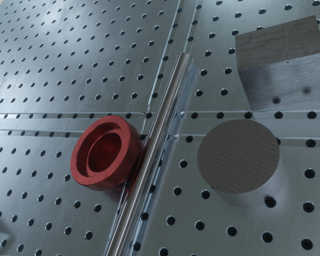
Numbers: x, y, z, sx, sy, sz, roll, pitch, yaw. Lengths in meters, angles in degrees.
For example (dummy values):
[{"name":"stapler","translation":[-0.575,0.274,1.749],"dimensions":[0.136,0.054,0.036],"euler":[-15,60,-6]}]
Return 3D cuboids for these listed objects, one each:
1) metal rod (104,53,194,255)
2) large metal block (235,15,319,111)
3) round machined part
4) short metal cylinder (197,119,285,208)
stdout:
[{"name":"metal rod","translation":[-0.009,0.030,0.393],"dimensions":[0.025,0.025,0.300],"euler":[6,64,30]},{"name":"large metal block","translation":[0.134,-0.067,0.343],"dimensions":[0.080,0.080,0.050],"euler":[-9,58,23]},{"name":"round machined part","translation":[-0.065,0.035,0.402],"dimensions":[0.098,0.042,0.098],"euler":[-20,51,26]},{"name":"short metal cylinder","translation":[0.085,0.037,0.324],"dimensions":[0.080,0.050,0.080],"euler":[-13,56,20]}]
